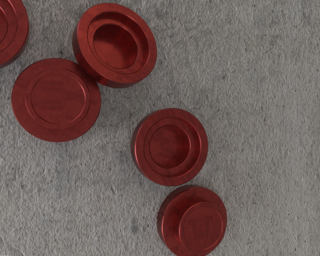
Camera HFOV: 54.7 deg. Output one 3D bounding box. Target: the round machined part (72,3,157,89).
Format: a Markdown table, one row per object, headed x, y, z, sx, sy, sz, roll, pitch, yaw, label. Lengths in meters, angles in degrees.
| x | y | z | sx | sy | sz | roll | pitch | yaw | label |
| --- | --- | --- | --- | --- | --- | --- | --- | --- | --- |
| -0.056 | -0.093 | 0.370 | 0.099 | 0.042 | 0.098 | 8 | 74 | -30 | round machined part |

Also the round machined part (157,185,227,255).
| x | y | z | sx | sy | sz | roll | pitch | yaw | label |
| --- | --- | --- | --- | --- | --- | --- | --- | --- | --- |
| 0.049 | 0.129 | 0.418 | 0.099 | 0.042 | 0.097 | 0 | 90 | -20 | round machined part |

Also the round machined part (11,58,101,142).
| x | y | z | sx | sy | sz | roll | pitch | yaw | label |
| --- | --- | --- | --- | --- | --- | --- | --- | --- | --- |
| -0.117 | -0.032 | 0.357 | 0.099 | 0.042 | 0.097 | 0 | 90 | -20 | round machined part |

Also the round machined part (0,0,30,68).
| x | y | z | sx | sy | sz | roll | pitch | yaw | label |
| --- | --- | --- | --- | --- | --- | --- | --- | --- | --- |
| -0.192 | -0.109 | 0.329 | 0.099 | 0.042 | 0.097 | 0 | 90 | -20 | round machined part |

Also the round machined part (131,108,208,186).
| x | y | z | sx | sy | sz | roll | pitch | yaw | label |
| --- | --- | --- | --- | --- | --- | --- | --- | --- | --- |
| 0.009 | 0.023 | 0.403 | 0.099 | 0.042 | 0.097 | 0 | 90 | -20 | round machined part |
